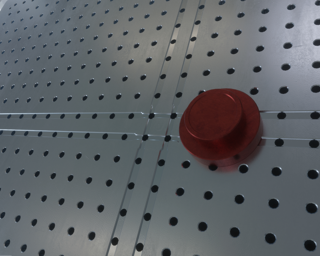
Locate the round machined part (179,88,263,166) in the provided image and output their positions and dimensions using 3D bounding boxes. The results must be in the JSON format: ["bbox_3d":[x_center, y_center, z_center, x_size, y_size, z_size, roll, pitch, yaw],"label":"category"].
[{"bbox_3d":[0.068,-0.007,0.367,0.098,0.042,0.098,-13,56,21],"label":"round machined part"}]
